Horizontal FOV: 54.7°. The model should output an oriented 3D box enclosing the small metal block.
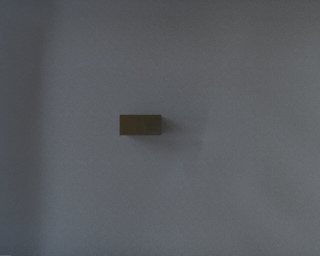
[{"bbox_3d":[-0.024,-0.004,0.399,0.050,0.050,0.025,0,90,-1],"label":"small metal block"}]
